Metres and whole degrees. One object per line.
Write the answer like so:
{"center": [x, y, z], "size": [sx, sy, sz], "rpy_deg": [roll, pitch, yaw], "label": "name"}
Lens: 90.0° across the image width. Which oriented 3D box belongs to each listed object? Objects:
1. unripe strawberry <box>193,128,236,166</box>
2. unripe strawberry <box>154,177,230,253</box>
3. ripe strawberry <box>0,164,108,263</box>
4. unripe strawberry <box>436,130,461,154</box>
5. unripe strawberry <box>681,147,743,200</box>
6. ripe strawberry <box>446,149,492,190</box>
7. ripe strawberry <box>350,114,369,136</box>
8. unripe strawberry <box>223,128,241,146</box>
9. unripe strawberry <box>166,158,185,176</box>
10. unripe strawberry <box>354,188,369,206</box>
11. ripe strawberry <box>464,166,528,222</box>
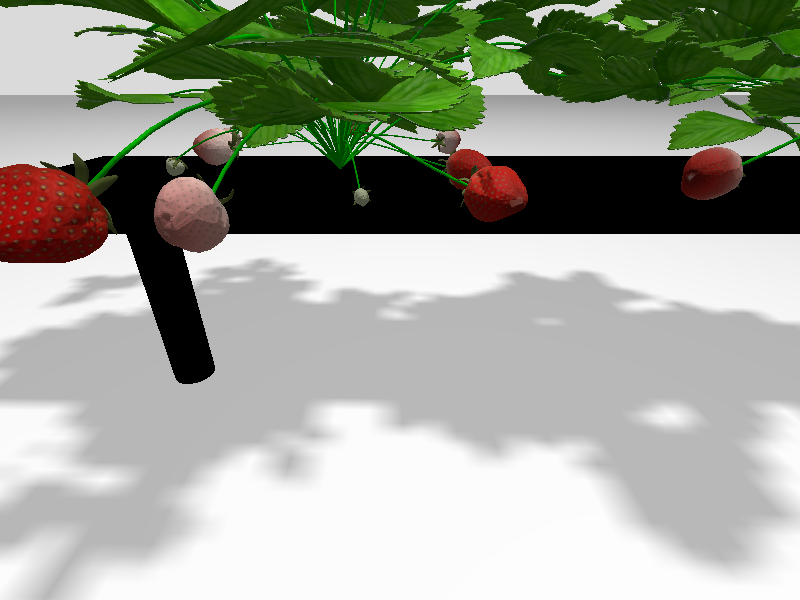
{"center": [-0.158, -0.130, 0.340], "size": [0.033, 0.029, 0.033], "rpy_deg": [2, 29, 5], "label": "unripe strawberry"}
{"center": [-0.086, -0.033, 0.162], "size": [0.026, 0.030, 0.029], "rpy_deg": [5, 36, 9], "label": "unripe strawberry"}
{"center": [-0.134, -0.029, 0.146], "size": [0.042, 0.037, 0.038], "rpy_deg": [11, 40, 19], "label": "ripe strawberry"}
{"center": [0.051, -0.162, 0.405], "size": [0.027, 0.026, 0.025], "rpy_deg": [-21, 35, -34], "label": "unripe strawberry"}
{"center": [0.187, -0.076, 0.243], "size": [0.032, 0.031, 0.030], "rpy_deg": [-13, 31, -22], "label": "unripe strawberry"}
{"center": [0.046, -0.084, 0.260], "size": [0.030, 0.025, 0.030], "rpy_deg": [23, 36, 34], "label": "ripe strawberry"}
{"center": [-0.057, -0.238, 0.538], "size": [0.033, 0.035, 0.036], "rpy_deg": [-1, 28, -1], "label": "ripe strawberry"}
{"center": [-0.176, -0.162, 0.406], "size": [0.026, 0.022, 0.026], "rpy_deg": [4, 26, 36], "label": "unripe strawberry"}
{"center": [-0.172, -0.101, 0.305], "size": [0.013, 0.013, 0.012], "rpy_deg": [26, 17, -28], "label": "unripe strawberry"}
{"center": [-0.022, -0.059, 0.232], "size": [0.009, 0.010, 0.010], "rpy_deg": [-7, 30, -12], "label": "unripe strawberry"}
{"center": [0.048, -0.051, 0.197], "size": [0.031, 0.028, 0.028], "rpy_deg": [-17, 33, -29], "label": "ripe strawberry"}
